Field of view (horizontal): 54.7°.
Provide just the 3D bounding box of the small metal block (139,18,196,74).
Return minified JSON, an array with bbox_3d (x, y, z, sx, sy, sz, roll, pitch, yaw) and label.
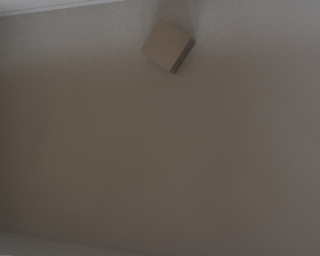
[{"bbox_3d":[0.010,-0.107,0.406,0.050,0.025,0.050,37,102,16],"label":"small metal block"}]
